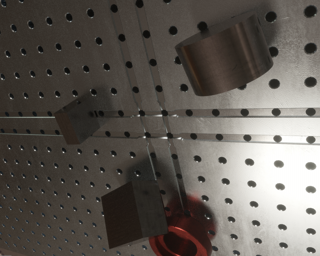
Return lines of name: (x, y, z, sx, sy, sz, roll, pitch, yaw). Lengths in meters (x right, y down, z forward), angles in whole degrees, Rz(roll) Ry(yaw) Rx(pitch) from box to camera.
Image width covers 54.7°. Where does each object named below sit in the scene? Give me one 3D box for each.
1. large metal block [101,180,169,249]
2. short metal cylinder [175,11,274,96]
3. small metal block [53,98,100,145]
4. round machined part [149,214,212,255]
large metal block: (-0.040, 0.131, 0.470, 0.080, 0.050, 0.080, -33, 61, 38)
short metal cylinder: (0.061, -0.071, 0.299, 0.080, 0.080, 0.050, -14, 111, 33)
small metal block: (-0.119, -0.010, 0.449, 0.025, 0.050, 0.050, -3, 117, 29)
round machined part: (0.035, 0.176, 0.489, 0.098, 0.042, 0.097, 13, 124, 20)
